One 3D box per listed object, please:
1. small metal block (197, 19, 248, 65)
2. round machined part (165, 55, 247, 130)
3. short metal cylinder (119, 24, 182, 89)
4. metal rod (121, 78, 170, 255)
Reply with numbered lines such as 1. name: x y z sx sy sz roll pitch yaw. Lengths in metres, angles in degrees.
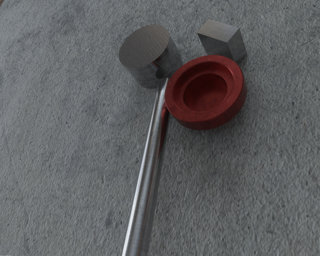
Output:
1. small metal block: 0.084 -0.113 0.413 0.050 0.050 0.025 33 80 38
2. round machined part: 0.059 -0.040 0.386 0.098 0.042 0.098 -13 56 21
3. short metal cylinder: -0.013 -0.106 0.460 0.080 0.050 0.080 -13 56 21
4. metal rod: -0.012 0.053 0.343 0.025 0.025 0.300 -10 47 23
